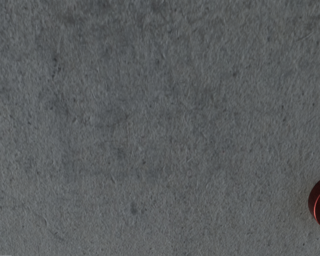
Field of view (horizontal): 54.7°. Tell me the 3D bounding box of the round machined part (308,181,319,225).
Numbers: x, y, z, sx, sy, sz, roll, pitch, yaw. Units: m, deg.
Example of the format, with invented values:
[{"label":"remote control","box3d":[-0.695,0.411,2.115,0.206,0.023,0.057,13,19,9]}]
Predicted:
[{"label":"round machined part","box3d":[0.273,0.113,0.446,0.099,0.042,0.097,0,110,-1]}]
